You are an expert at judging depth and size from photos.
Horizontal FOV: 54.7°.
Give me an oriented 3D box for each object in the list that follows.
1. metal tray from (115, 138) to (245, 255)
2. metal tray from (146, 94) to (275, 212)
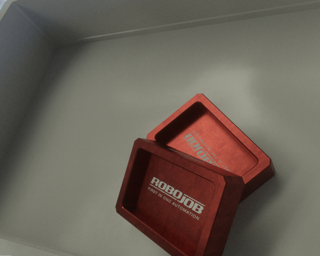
[{"bbox_3d":[0.012,0.070,0.317,0.130,0.030,0.089,20,95,46],"label":"metal tray"},{"bbox_3d":[0.052,0.029,0.357,0.090,0.030,0.130,-39,51,1],"label":"metal tray"}]
